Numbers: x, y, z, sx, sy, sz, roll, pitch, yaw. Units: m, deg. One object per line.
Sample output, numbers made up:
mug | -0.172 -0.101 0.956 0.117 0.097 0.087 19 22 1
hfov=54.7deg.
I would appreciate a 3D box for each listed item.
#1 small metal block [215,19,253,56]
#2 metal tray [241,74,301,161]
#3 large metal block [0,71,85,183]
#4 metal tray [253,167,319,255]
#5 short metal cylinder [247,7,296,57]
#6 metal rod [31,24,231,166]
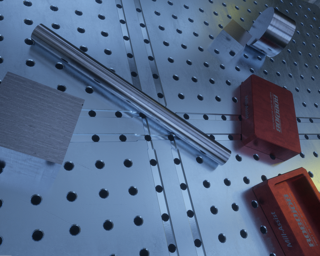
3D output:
small metal block | 0.141 -0.173 0.589 0.050 0.025 0.050 41 51 0
metal tray | 0.181 -0.020 0.514 0.091 0.030 0.130 20 54 -16
large metal block | -0.133 0.000 0.320 0.080 0.050 0.080 21 54 -16
metal tray | 0.198 0.127 0.433 0.091 0.030 0.130 -10 67 -32
short metal cylinder | 0.214 -0.185 0.600 0.050 0.080 0.080 25 53 -13
metal rod | -0.033 -0.041 0.414 0.301 0.025 0.025 34 51 -6
